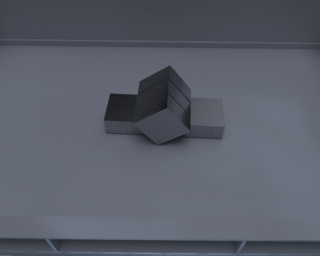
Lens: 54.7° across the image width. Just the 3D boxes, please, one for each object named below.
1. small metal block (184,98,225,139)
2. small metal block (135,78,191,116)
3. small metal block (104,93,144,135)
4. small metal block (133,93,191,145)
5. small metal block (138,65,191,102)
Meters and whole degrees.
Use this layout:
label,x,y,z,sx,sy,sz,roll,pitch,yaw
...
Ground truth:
label,x,y,z,sx,sy,sz,roll,pitch,yaw
small metal block,0.058,-0.014,0.416,0.050,0.025,0.050,2,50,1
small metal block,0.005,-0.029,0.398,0.050,0.050,0.025,-24,43,28
small metal block,-0.045,-0.019,0.419,0.050,0.025,0.050,3,50,2
small metal block,0.003,-0.010,0.382,0.050,0.050,0.025,-24,43,28
small metal block,0.007,-0.049,0.414,0.050,0.050,0.025,-23,43,28
